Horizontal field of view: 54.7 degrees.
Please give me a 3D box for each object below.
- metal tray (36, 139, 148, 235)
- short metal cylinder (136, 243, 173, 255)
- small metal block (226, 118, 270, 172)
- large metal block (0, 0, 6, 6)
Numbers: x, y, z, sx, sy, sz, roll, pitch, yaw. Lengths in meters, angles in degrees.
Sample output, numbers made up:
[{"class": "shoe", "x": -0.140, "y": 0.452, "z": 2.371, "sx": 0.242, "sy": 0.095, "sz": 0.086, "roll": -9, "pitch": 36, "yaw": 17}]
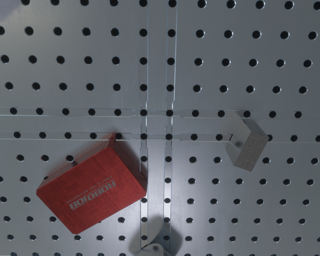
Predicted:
[{"class": "metal tray", "x": -0.095, "y": 0.085, "z": 0.441, "sx": 0.130, "sy": 0.030, "sz": 0.090, "roll": -31, "pitch": 107, "yaw": 10}, {"class": "short metal cylinder", "x": -0.008, "y": 0.224, "z": 0.466, "sx": 0.080, "sy": 0.080, "sz": 0.050, "roll": -39, "pitch": 106, "yaw": 13}, {"class": "small metal block", "x": 0.114, "y": 0.021, "z": 0.409, "sx": 0.025, "sy": 0.050, "sz": 0.050, "roll": 20, "pitch": 109, "yaw": -7}, {"class": "large metal block", "x": -0.206, "y": -0.174, "z": 0.334, "sx": 0.080, "sy": 0.050, "sz": 0.080, "roll": -34, "pitch": 107, "yaw": 11}]
